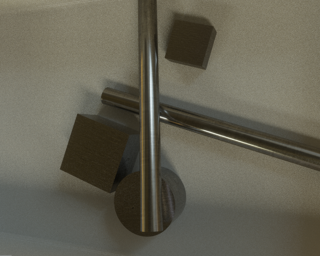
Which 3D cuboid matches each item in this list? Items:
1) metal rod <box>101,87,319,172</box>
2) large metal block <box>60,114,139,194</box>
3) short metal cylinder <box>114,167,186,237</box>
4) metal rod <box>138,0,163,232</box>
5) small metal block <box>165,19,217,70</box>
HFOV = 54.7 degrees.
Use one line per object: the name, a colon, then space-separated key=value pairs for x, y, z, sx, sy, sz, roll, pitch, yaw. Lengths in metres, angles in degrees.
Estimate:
metal rod: x=0.060 y=-0.002 z=0.388 sx=0.301 sy=0.025 sz=0.025 roll=18 pitch=96 yaw=18
large metal block: x=-0.078 y=0.032 z=0.423 sx=0.080 sy=0.050 sz=0.080 roll=21 pitch=97 yaw=18
short metal cylinder: x=-0.011 y=0.092 z=0.400 sx=0.080 sy=0.050 sz=0.079 roll=0 pitch=90 yaw=19
metal rod: x=-0.013 y=-0.030 z=0.381 sx=0.025 sy=0.025 sz=0.299 roll=-7 pitch=75 yaw=19
small metal block: x=0.039 y=-0.106 z=0.396 sx=0.050 sy=0.025 sz=0.050 roll=17 pitch=96 yaw=18
